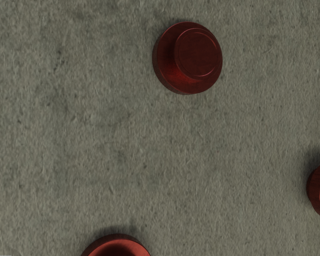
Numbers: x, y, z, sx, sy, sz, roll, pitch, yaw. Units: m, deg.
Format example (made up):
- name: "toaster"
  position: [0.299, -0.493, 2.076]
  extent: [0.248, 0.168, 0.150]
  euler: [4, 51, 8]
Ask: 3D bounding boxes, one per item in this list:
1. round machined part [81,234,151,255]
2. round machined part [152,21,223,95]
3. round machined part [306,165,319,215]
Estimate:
- name: "round machined part"
  position: [-0.053, 0.186, 0.382]
  extent: [0.099, 0.042, 0.097]
  euler: [0, 90, -21]
- name: "round machined part"
  position: [0.043, -0.095, 0.417]
  extent: [0.099, 0.042, 0.097]
  euler: [0, 90, -21]
- name: "round machined part"
  position: [0.281, 0.100, 0.507]
  extent: [0.099, 0.042, 0.097]
  euler: [0, 90, -21]
